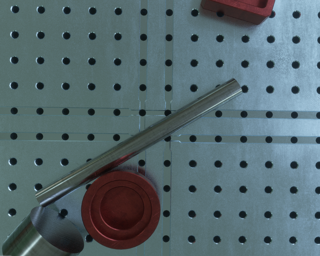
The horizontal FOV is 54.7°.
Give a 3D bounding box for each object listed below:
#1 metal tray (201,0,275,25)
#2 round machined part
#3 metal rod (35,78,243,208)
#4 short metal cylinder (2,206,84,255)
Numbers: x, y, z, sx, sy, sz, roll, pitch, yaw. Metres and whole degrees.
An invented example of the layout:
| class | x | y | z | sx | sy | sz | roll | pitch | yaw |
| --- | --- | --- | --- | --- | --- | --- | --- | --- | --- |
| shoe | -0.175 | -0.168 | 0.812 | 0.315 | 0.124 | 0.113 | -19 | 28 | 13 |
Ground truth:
| class | x | y | z | sx | sy | sz | roll | pitch | yaw |
| --- | --- | --- | --- | --- | --- | --- | --- | --- | --- |
| metal tray | 0.117 | -0.216 | 0.412 | 0.090 | 0.030 | 0.129 | 16 | 90 | -1 |
| round machined part | -0.049 | 0.102 | 0.404 | 0.099 | 0.042 | 0.097 | 0 | 90 | -1 |
| metal rod | -0.027 | 0.019 | 0.413 | 0.301 | 0.025 | 0.025 | -30 | 90 | -1 |
| short metal cylinder | -0.143 | 0.144 | 0.384 | 0.080 | 0.080 | 0.050 | 41 | 90 | -1 |
